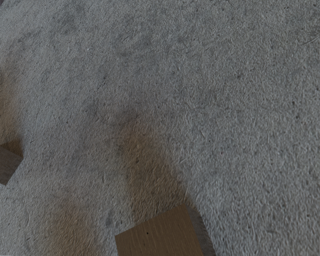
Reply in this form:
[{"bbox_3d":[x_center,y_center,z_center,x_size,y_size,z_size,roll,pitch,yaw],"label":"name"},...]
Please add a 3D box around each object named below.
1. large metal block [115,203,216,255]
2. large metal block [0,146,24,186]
[{"bbox_3d":[0.011,0.132,0.301,0.080,0.050,0.080,-28,52,10],"label":"large metal block"},{"bbox_3d":[-0.283,0.043,0.492,0.080,0.080,0.050,17,71,34],"label":"large metal block"}]
